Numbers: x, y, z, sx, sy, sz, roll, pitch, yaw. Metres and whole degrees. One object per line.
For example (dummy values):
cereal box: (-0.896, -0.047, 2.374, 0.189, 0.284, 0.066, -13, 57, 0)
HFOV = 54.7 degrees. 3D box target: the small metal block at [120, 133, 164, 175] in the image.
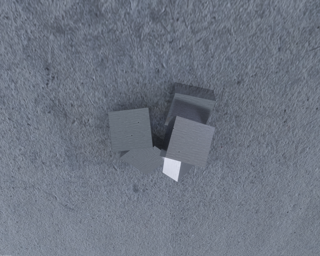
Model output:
small metal block: (-0.020, 0.033, 0.437, 0.050, 0.025, 0.050, -37, 121, 27)

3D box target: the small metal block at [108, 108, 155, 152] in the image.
small metal block: (-0.035, 0.002, 0.393, 0.050, 0.025, 0.050, -6, 92, 4)

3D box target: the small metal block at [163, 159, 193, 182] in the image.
small metal block: (0.031, 0.036, 0.421, 0.025, 0.050, 0.050, 30, 135, 25)

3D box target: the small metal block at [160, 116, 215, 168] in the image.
small metal block: (0.033, 0.017, 0.373, 0.050, 0.025, 0.050, 17, 85, -14)

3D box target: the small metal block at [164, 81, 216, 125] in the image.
small metal block: (0.036, -0.026, 0.388, 0.050, 0.025, 0.050, 11, 129, -10)

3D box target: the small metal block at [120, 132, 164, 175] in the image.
small metal block: (-0.019, 0.033, 0.437, 0.050, 0.025, 0.050, -37, 122, 27)
